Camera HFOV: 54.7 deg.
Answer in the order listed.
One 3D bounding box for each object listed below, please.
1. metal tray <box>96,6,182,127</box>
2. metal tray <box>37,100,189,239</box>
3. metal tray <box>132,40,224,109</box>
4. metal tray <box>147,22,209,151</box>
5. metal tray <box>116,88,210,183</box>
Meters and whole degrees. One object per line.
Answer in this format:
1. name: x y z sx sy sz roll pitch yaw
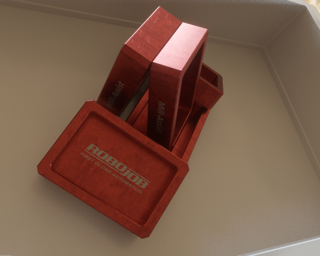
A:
1. metal tray: -0.031 -0.065 0.359 0.030 0.129 0.090 34 51 -5
2. metal tray: -0.046 0.043 0.328 0.130 0.030 0.090 35 75 -6
3. metal tray: 0.030 -0.088 0.450 0.130 0.030 0.090 34 26 -6
4. metal tray: 0.018 -0.041 0.357 0.030 0.129 0.090 20 50 12
5. metal tray: 0.005 -0.003 0.406 0.090 0.030 0.130 34 51 -6
